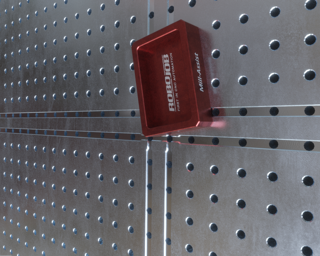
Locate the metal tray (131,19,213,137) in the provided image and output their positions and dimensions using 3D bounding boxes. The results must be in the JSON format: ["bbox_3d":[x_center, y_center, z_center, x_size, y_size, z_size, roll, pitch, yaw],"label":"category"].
[{"bbox_3d":[0.012,-0.059,0.396,0.090,0.030,0.129,-13,82,39],"label":"metal tray"}]
